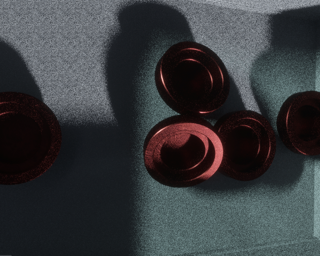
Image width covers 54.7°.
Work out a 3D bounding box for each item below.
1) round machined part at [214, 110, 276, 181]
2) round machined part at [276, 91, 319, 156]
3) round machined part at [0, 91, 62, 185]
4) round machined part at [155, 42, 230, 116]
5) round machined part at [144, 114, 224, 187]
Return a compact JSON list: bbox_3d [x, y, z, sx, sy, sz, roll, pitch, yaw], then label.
[{"bbox_3d":[0.112,0.024,0.443,0.099,0.042,0.097,0,90,-20],"label":"round machined part"},{"bbox_3d":[0.223,-0.007,0.482,0.099,0.042,0.097,0,90,-19],"label":"round machined part"},{"bbox_3d":[-0.161,0.010,0.342,0.099,0.042,0.097,0,90,-20],"label":"round machined part"},{"bbox_3d":[0.039,-0.060,0.407,0.099,0.042,0.098,7,72,-21],"label":"round machined part"},{"bbox_3d":[0.028,0.025,0.396,0.099,0.042,0.097,-3,119,-5],"label":"round machined part"}]
